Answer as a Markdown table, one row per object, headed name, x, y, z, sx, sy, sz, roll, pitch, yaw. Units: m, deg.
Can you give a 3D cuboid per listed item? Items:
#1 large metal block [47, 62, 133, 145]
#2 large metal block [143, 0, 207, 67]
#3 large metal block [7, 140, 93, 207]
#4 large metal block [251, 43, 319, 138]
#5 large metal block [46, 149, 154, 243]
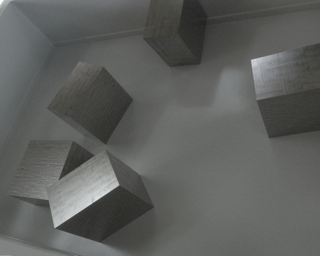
| name | x | y | z | sx | sy | sz | roll | pitch | yaw |
| --- | --- | --- | --- | --- | --- | --- | --- | --- | --- |
| large metal block | -0.096 | -0.035 | 0.440 | 0.050 | 0.080 | 0.080 | 18 | 71 | 35 |
| large metal block | 0.025 | -0.142 | 0.435 | 0.050 | 0.080 | 0.080 | 1 | 73 | 29 |
| large metal block | -0.148 | 0.064 | 0.426 | 0.080 | 0.050 | 0.080 | -1 | 61 | 27 |
| large metal block | 0.144 | -0.035 | 0.316 | 0.080 | 0.080 | 0.050 | -11 | 57 | 22 |
| large metal block | -0.066 | 0.080 | 0.354 | 0.080 | 0.080 | 0.050 | -34 | 52 | 5 |
